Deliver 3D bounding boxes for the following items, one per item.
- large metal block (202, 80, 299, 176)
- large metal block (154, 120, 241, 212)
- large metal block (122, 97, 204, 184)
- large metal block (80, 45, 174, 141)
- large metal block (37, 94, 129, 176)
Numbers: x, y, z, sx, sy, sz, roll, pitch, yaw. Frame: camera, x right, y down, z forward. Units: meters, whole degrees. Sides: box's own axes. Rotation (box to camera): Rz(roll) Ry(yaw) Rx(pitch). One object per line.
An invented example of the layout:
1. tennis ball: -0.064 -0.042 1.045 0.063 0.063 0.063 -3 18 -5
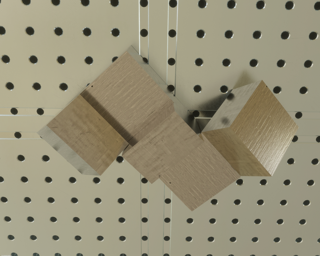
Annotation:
1. large metal block: 0.111 0.002 0.379 0.080 0.050 0.080 47 63 -16
2. large metal block: 0.047 0.050 0.418 0.080 0.050 0.080 -39 104 13
3. large metal block: 0.003 0.009 0.387 0.080 0.080 0.050 -40 107 13
4. large metal block: -0.040 -0.042 0.384 0.080 0.050 0.080 -39 106 14
5. large metal block: -0.097 0.012 0.380 0.080 0.080 0.050 47 65 -15
